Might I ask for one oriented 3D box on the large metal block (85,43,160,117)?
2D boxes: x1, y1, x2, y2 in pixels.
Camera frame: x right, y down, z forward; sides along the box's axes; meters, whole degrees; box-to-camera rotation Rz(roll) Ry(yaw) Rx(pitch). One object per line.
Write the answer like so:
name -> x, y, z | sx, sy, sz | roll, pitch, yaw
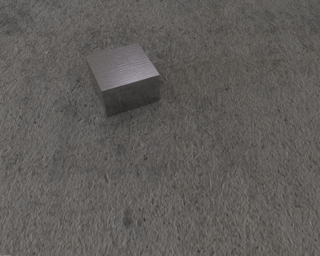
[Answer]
large metal block -> -0.053, -0.071, 0.447 | 0.081, 0.050, 0.080 | -19, 53, -15
